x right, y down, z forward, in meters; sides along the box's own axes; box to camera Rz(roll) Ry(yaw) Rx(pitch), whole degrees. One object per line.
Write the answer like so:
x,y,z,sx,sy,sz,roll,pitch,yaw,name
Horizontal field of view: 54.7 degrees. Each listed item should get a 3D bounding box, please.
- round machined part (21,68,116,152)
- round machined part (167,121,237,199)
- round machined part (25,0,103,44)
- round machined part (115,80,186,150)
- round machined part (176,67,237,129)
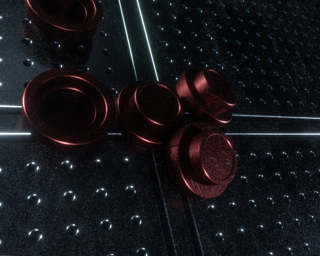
-0.104,-0.016,0.352,0.099,0.042,0.098,14,56,-21,round machined part
0.059,0.039,0.389,0.099,0.042,0.098,13,70,-37,round machined part
-0.131,-0.155,0.422,0.099,0.042,0.098,14,56,-21,round machined part
-0.008,-0.024,0.409,0.099,0.042,0.098,14,56,-21,round machined part
0.073,-0.050,0.451,0.098,0.042,0.098,30,39,-28,round machined part
